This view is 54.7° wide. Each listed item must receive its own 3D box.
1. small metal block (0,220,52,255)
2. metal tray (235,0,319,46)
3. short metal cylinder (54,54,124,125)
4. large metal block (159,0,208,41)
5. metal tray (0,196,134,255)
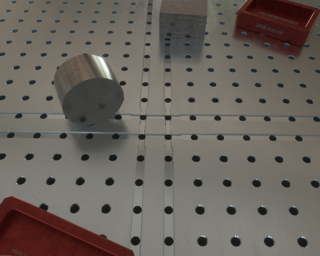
[{"bbox_3d":[-0.143,0.127,0.299,0.050,0.025,0.050,29,55,21],"label":"small metal block"},{"bbox_3d":[0.220,-0.207,0.581,0.130,0.030,0.090,26,54,19],"label":"metal tray"},{"bbox_3d":[-0.095,-0.050,0.413,0.081,0.080,0.050,-19,53,-16],"label":"short metal cylinder"},{"bbox_3d":[0.043,-0.206,0.565,0.080,0.050,0.080,5,50,4],"label":"large metal block"},{"bbox_3d":[-0.099,0.128,0.270,0.131,0.030,0.090,25,56,0],"label":"metal tray"}]
